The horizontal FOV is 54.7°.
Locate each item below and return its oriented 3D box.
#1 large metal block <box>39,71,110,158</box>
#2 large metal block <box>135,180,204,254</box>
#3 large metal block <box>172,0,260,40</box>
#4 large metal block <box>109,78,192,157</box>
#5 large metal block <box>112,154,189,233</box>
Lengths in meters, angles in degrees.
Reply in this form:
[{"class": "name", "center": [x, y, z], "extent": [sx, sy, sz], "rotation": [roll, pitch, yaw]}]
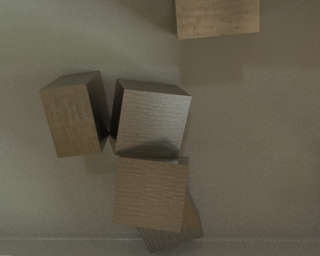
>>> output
[{"class": "large metal block", "center": [-0.096, -0.020, 0.373], "extent": [0.050, 0.080, 0.079], "rotation": [-7, 110, 3]}, {"class": "large metal block", "center": [0.008, 0.120, 0.443], "extent": [0.080, 0.050, 0.080], "rotation": [-21, 109, 7]}, {"class": "large metal block", "center": [0.055, -0.128, 0.336], "extent": [0.080, 0.080, 0.050], "rotation": [-5, 110, 1]}, {"class": "large metal block", "center": [-0.015, -0.012, 0.383], "extent": [0.081, 0.050, 0.079], "rotation": [4, 111, -20]}, {"class": "large metal block", "center": [-0.010, 0.074, 0.379], "extent": [0.080, 0.050, 0.079], "rotation": [7, 96, 5]}]
